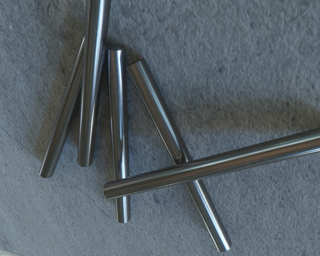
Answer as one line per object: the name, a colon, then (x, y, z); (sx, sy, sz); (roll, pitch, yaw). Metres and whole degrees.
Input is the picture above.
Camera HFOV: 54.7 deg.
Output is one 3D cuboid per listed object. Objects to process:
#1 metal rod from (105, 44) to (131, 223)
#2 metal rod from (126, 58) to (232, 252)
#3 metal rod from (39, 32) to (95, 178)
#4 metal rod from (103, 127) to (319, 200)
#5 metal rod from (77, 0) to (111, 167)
metal rod: (-0.058, 0.028, 0.453); (0.025, 0.025, 0.298); (15, 125, 19)
metal rod: (0.033, 0.048, 0.418); (0.025, 0.025, 0.299); (-14, 112, 33)
metal rod: (-0.143, -0.016, 0.469); (0.025, 0.025, 0.298); (36, 129, 4)
metal rod: (0.055, 0.049, 0.380); (0.300, 0.025, 0.025); (-18, 109, 26)
metal rod: (-0.089, -0.051, 0.401); (0.025, 0.025, 0.298); (27, 134, 11)
